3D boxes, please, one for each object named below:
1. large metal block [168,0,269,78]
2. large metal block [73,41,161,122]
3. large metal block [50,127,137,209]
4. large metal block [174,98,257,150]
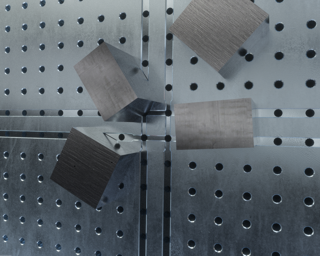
[{"bbox_3d":[0.072,-0.120,0.374,0.080,0.050,0.080,45,103,14],"label":"large metal block"},{"bbox_3d":[-0.052,-0.055,0.401,0.050,0.080,0.080,-34,79,17],"label":"large metal block"},{"bbox_3d":[-0.092,0.052,0.430,0.080,0.050,0.080,28,99,17],"label":"large metal block"},{"bbox_3d":[0.068,-0.003,0.359,0.080,0.080,0.050,-3,89,19],"label":"large metal block"}]
